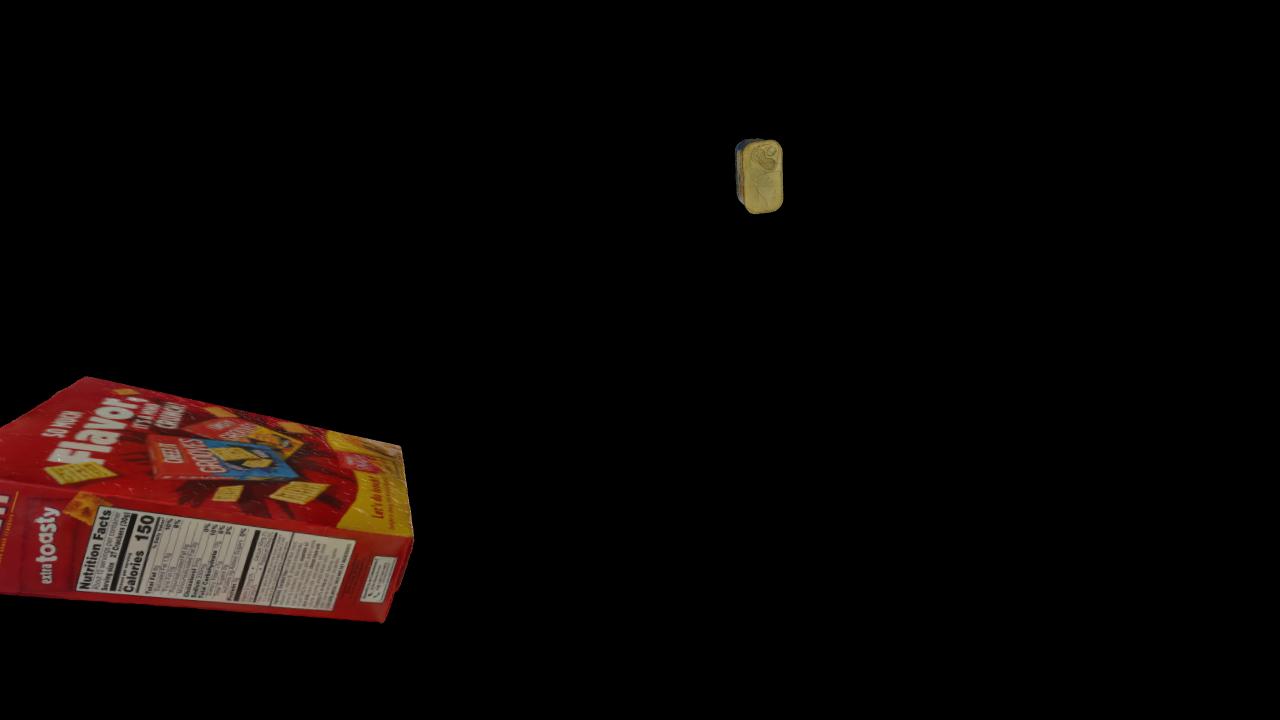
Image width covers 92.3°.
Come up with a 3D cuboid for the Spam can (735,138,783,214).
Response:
[{"bbox_3d":[0.175,-0.277,0.918,0.058,0.101,0.085,-6,22,1],"label":"Spam can"}]

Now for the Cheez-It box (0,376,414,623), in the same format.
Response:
[{"bbox_3d":[-0.273,0.089,0.404,0.223,0.071,0.166,18,5,-27],"label":"Cheez-It box"}]
